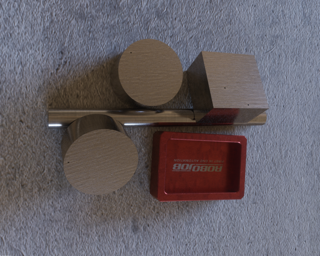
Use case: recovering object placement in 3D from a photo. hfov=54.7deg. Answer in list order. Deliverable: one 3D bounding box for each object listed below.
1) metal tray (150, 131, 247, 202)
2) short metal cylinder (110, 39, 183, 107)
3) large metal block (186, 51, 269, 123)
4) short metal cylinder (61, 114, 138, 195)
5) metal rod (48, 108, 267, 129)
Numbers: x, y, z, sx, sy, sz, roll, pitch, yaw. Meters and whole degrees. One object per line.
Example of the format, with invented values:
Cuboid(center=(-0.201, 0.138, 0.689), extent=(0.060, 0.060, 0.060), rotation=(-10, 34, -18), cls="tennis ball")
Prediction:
Cuboid(center=(0.055, 0.052, 0.427), extent=(0.131, 0.030, 0.089), rotation=(4, 89, -20), cls="metal tray")
Cuboid(center=(-0.018, -0.066, 0.390), extent=(0.081, 0.050, 0.080), rotation=(0, 90, -20), cls="short metal cylinder")
Cuboid(center=(0.088, -0.053, 0.416), extent=(0.081, 0.050, 0.080), rotation=(-1, 69, -20), cls="large metal block")
Cuboid(center=(-0.071, 0.029, 0.358), extent=(0.081, 0.050, 0.079), rotation=(-8, 113, -18), cls="short metal cylinder")
Cuboid(center=(0.011, -0.014, 0.416), extent=(0.303, 0.025, 0.025), rotation=(-1, 91, -20), cls="metal rod")
